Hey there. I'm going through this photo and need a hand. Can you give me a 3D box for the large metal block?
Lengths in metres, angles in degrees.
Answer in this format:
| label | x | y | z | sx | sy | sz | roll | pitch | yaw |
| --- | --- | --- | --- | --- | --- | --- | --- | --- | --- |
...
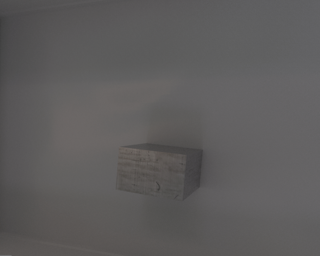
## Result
| label | x | y | z | sx | sy | sz | roll | pitch | yaw |
| --- | --- | --- | --- | --- | --- | --- | --- | --- | --- |
| large metal block | 0.002 | 0.050 | 0.381 | 0.080 | 0.080 | 0.050 | 5 | 92 | 20 |
